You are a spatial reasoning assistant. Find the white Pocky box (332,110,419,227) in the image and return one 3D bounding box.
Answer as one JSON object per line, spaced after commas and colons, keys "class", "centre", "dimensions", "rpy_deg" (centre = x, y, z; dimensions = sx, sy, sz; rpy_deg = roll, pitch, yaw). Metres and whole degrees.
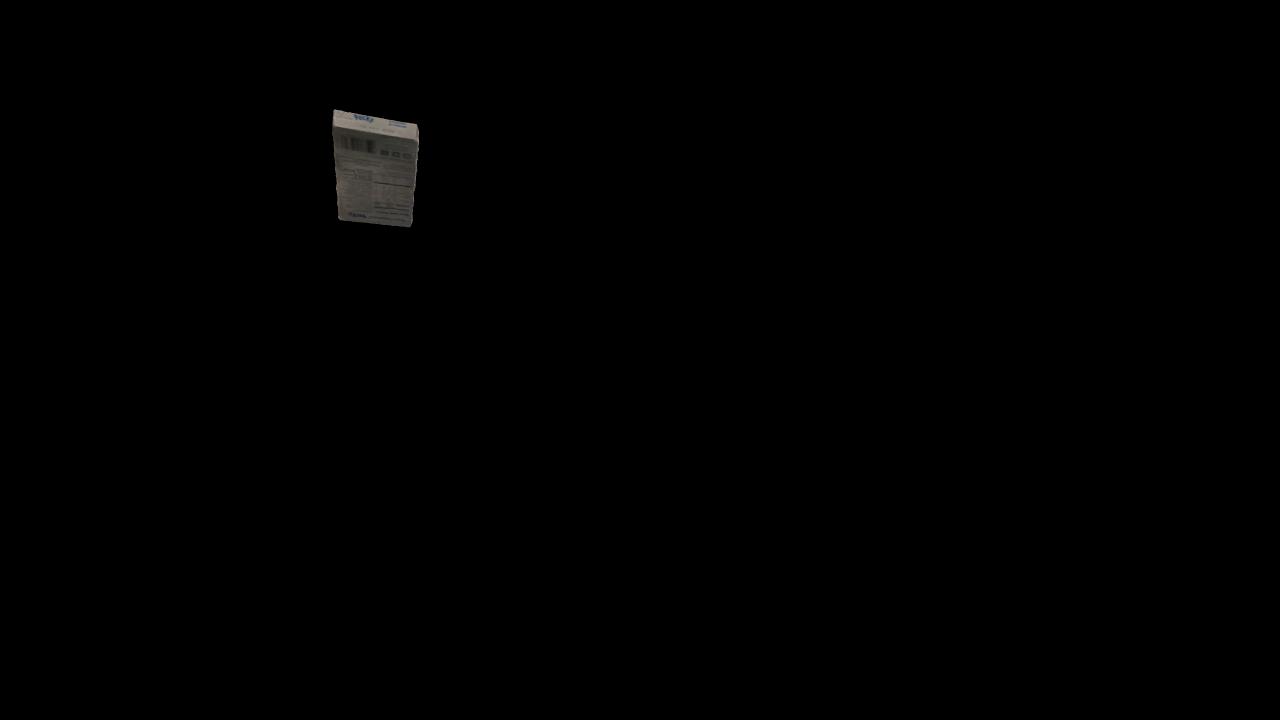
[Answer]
{"class": "white Pocky box", "centre": [-0.297, -0.208, 0.692], "dimensions": [0.084, 0.028, 0.154], "rpy_deg": [2, -26, -22]}
